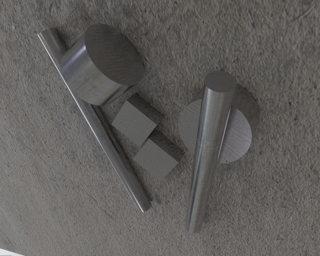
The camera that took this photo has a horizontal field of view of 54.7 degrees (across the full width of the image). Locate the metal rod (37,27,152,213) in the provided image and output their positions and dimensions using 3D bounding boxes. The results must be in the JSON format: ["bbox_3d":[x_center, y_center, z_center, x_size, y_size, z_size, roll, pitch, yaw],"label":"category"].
[{"bbox_3d":[-0.087,0.000,0.452,0.025,0.025,0.299,-14,112,34],"label":"metal rod"}]

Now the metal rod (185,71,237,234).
[{"bbox_3d":[0.049,0.057,0.358,0.025,0.025,0.298,20,144,16],"label":"metal rod"}]

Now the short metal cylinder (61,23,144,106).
[{"bbox_3d":[-0.066,-0.073,0.361,0.050,0.080,0.080,-30,102,38],"label":"short metal cylinder"}]

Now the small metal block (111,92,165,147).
[{"bbox_3d":[-0.030,-0.010,0.416,0.050,0.025,0.050,39,129,1],"label":"small metal block"}]

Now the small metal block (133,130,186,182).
[{"bbox_3d":[-0.002,0.039,0.432,0.050,0.025,0.050,39,129,1],"label":"small metal block"}]

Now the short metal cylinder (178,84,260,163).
[{"bbox_3d":[0.068,-0.007,0.351,0.080,0.050,0.079,13,124,21],"label":"short metal cylinder"}]
